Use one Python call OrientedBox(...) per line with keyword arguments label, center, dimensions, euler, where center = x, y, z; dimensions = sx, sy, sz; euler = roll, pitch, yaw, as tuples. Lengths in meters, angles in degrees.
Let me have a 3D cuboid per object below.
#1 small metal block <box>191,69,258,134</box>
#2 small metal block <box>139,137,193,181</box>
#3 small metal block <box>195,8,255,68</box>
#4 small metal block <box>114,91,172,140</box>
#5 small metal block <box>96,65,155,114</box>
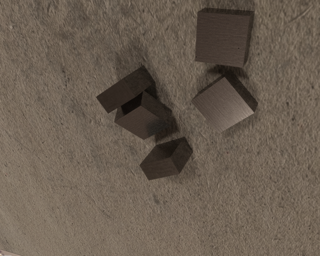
OrientedBox(label="small metal block", center=(0.073, -0.029, 0.350), dimensions=(0.050, 0.025, 0.050), euler=(49, 128, -7))
OrientedBox(label="small metal block", center=(0.009, 0.040, 0.410), dimensions=(0.050, 0.050, 0.025), euler=(-19, 109, 35))
OrientedBox(label="small metal block", center=(0.065, -0.092, 0.315), dimensions=(0.050, 0.025, 0.050), euler=(13, 124, 21))
OrientedBox(label="small metal block", center=(-0.021, -0.015, 0.394), dimensions=(0.050, 0.025, 0.050), euler=(33, 135, -32))
OrientedBox(label="small metal block", center=(-0.042, -0.048, 0.381), dimensions=(0.050, 0.050, 0.025), euler=(-26, 103, 37))
